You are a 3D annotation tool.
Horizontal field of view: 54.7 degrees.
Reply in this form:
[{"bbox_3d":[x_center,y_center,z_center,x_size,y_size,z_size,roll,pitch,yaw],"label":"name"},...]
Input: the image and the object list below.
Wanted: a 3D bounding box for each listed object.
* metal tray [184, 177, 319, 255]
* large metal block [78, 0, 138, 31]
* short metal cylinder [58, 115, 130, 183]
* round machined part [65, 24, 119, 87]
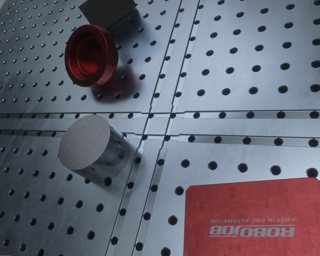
[{"bbox_3d":[0.090,0.099,0.297,0.130,0.030,0.090,-9,58,23],"label":"metal tray"},{"bbox_3d":[-0.087,-0.208,0.541,0.080,0.050,0.080,-33,14,6],"label":"large metal block"},{"bbox_3d":[-0.089,0.029,0.421,0.080,0.050,0.080,-13,56,21],"label":"short metal cylinder"},{"bbox_3d":[-0.107,-0.115,0.506,0.098,0.042,0.097,2,94,33],"label":"round machined part"}]
